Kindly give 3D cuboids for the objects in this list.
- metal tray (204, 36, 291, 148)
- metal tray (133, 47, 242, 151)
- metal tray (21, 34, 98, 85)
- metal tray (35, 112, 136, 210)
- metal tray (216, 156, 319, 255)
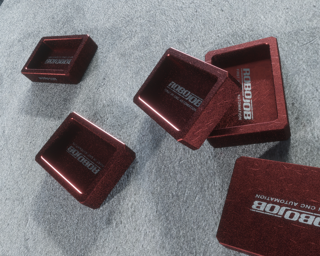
[{"bbox_3d":[0.101,-0.044,0.374,0.090,0.030,0.130,-8,58,23],"label":"metal tray"},{"bbox_3d":[0.027,-0.042,0.382,0.090,0.030,0.130,-54,38,5],"label":"metal tray"},{"bbox_3d":[-0.189,-0.129,0.578,0.130,0.030,0.090,8,65,31],"label":"metal tray"},{"bbox_3d":[-0.107,0.040,0.431,0.130,0.030,0.090,28,77,37],"label":"metal tray"},{"bbox_3d":[0.127,0.081,0.284,0.130,0.030,0.090,7,65,31],"label":"metal tray"}]
